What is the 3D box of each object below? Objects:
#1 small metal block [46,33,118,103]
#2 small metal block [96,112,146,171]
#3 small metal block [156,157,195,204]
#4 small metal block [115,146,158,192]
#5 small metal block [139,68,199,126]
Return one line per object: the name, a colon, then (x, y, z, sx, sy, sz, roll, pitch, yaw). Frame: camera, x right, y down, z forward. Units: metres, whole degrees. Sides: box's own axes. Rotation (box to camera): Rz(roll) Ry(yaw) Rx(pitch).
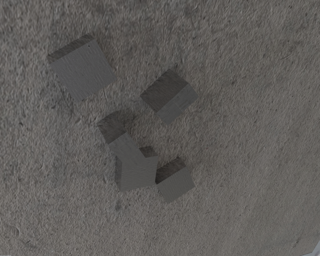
small metal block: (-0.081, -0.063, 0.324, 0.050, 0.025, 0.050, -32, 129, -7)
small metal block: (-0.047, 0.016, 0.375, 0.025, 0.050, 0.050, -35, 129, -5)
small metal block: (0.020, 0.079, 0.467, 0.050, 0.025, 0.050, -31, 129, -9)
small metal block: (-0.033, 0.055, 0.423, 0.050, 0.025, 0.050, -7, 122, -25)
small metal block: (0.010, -0.038, 0.372, 0.050, 0.050, 0.025, -43, 129, 1)
